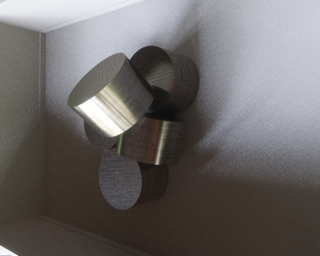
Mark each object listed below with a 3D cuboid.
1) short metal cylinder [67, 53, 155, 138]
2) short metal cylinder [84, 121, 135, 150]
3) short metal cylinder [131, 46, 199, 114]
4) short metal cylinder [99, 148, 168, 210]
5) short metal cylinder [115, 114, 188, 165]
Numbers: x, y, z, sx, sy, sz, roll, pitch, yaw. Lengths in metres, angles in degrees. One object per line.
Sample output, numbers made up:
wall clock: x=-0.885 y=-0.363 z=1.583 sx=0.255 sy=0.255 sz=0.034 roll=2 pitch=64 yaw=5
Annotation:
short metal cylinder: x=-0.053 y=-0.036 z=0.339 sx=0.080 sy=0.050 sz=0.080 roll=-29 pitch=33 yaw=21
short metal cylinder: x=-0.062 y=-0.010 z=0.437 sx=0.080 sy=0.050 sz=0.079 roll=0 pitch=90 yaw=39
short metal cylinder: x=0.001 y=-0.057 z=0.386 sx=0.080 sy=0.050 sz=0.079 roll=0 pitch=90 yaw=39
short metal cylinder: x=-0.037 y=0.064 z=0.416 sx=0.080 sy=0.050 sz=0.079 roll=0 pitch=90 yaw=39
short metal cylinder: x=-0.010 y=0.008 z=0.376 sx=0.080 sy=0.081 sz=0.050 roll=17 pitch=101 yaw=38
